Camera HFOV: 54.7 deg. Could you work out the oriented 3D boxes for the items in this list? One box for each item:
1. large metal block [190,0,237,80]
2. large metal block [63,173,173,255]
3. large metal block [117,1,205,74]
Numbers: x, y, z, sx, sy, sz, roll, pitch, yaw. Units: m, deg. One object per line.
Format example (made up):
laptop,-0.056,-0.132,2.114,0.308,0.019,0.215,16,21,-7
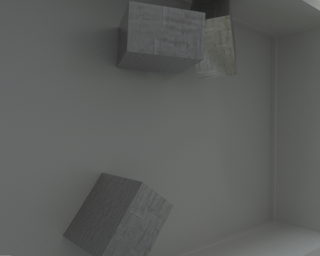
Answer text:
large metal block,0.073,-0.123,0.416,0.080,0.050,0.080,-76,155,-48
large metal block,-0.046,0.100,0.333,0.050,0.080,0.080,44,63,-31
large metal block,-0.003,-0.097,0.351,0.081,0.080,0.050,3,89,-15
